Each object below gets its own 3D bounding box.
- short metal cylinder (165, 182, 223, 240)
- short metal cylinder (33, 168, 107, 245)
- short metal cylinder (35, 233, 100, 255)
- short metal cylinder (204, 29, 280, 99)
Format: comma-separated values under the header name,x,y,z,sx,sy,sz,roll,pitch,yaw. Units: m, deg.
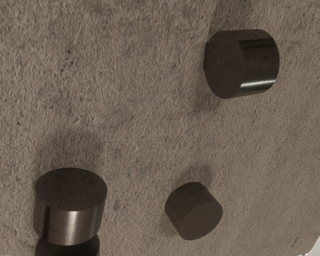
name,x,y,z,sx,sy,sz,roll,pitch,yaw
short metal cylinder,0.055,0.136,0.507,0.081,0.050,0.079,-14,125,-21
short metal cylinder,-0.107,0.091,0.370,0.081,0.080,0.050,0,119,-29
short metal cylinder,-0.122,0.176,0.415,0.081,0.080,0.050,-9,123,-24
short metal cylinder,0.097,-0.078,0.378,0.050,0.080,0.079,-11,123,-23
